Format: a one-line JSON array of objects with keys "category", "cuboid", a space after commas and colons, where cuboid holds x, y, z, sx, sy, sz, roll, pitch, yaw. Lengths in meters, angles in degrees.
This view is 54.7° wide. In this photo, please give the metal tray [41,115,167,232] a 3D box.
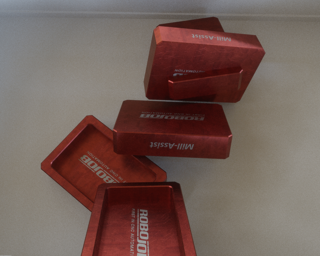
[{"category": "metal tray", "cuboid": [-0.068, 0.056, 0.385, 0.130, 0.030, 0.090, 37, 74, 12]}]

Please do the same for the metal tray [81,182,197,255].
[{"category": "metal tray", "cuboid": [-0.019, 0.097, 0.291, 0.091, 0.130, 0.030, 0, 110, -4]}]

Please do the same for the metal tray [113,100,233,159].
[{"category": "metal tray", "cuboid": [0.015, -0.001, 0.379, 0.131, 0.030, 0.090, 3, 28, 0]}]

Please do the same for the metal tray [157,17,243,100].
[{"category": "metal tray", "cuboid": [0.048, -0.098, 0.418, 0.091, 0.030, 0.130, -8, 49, -1]}]

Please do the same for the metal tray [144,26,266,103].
[{"category": "metal tray", "cuboid": [0.051, -0.075, 0.387, 0.131, 0.089, 0.030, 1, 50, -13]}]
